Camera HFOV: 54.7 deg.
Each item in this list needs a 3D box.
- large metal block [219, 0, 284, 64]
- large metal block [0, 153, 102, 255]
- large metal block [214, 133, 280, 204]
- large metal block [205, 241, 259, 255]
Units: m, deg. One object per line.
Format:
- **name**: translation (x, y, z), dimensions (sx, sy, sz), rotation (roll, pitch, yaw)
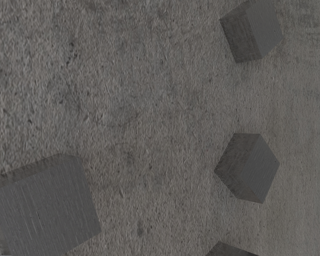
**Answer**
- **large metal block**: translation (0.154, -0.165, 0.517), dimensions (0.080, 0.050, 0.080), rotation (-42, 116, -32)
- **large metal block**: translation (-0.112, 0.077, 0.294), dimensions (0.081, 0.050, 0.080), rotation (-22, 104, -38)
- **large metal block**: translation (0.145, 0.065, 0.510), dimensions (0.080, 0.050, 0.080), rotation (49, 61, -29)
- **large metal block**: translation (0.117, 0.230, 0.467), dimensions (0.050, 0.080, 0.080), rotation (-32, 110, -35)
